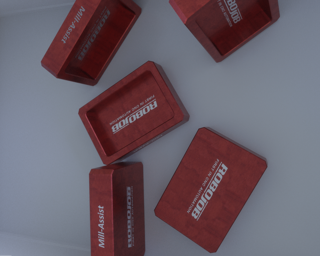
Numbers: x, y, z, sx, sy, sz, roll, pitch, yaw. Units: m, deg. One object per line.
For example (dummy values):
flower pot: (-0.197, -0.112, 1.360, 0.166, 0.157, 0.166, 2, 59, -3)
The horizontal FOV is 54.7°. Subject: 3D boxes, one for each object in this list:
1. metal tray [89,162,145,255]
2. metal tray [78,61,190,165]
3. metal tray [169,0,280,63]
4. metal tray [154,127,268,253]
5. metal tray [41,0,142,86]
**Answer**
metal tray: (-0.051, 0.112, 0.393, 0.030, 0.090, 0.129, -2, 90, 20)
metal tray: (-0.038, -0.018, 0.420, 0.130, 0.030, 0.090, -31, 80, 17)
metal tray: (0.075, -0.125, 0.327, 0.090, 0.130, 0.030, -35, 71, 17)
metal tray: (0.062, 0.074, 0.386, 0.090, 0.030, 0.129, 30, 100, 17)
metal tray: (-0.086, -0.121, 0.406, 0.030, 0.090, 0.129, 38, 102, 16)
